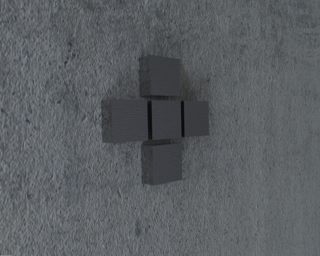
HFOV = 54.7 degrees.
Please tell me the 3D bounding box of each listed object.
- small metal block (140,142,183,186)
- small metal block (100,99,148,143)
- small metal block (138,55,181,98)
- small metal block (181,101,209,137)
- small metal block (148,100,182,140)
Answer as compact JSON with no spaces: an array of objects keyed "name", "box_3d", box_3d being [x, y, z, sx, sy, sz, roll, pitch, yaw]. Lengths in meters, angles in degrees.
[{"name":"small metal block","box_3d":[0.002,0.046,0.411,0.050,0.025,0.050,-3,92,-40]},{"name":"small metal block","box_3d":[-0.042,-0.008,0.372,0.050,0.025,0.050,-2,92,-40]},{"name":"small metal block","box_3d":[0.000,-0.067,0.408,0.050,0.025,0.050,-2,92,-40]},{"name":"small metal block","box_3d":[0.044,-0.013,0.446,0.050,0.025,0.050,-2,92,-40]},{"name":"small metal block","box_3d":[0.001,-0.011,0.409,0.050,0.025,0.050,-2,92,-40]}]
